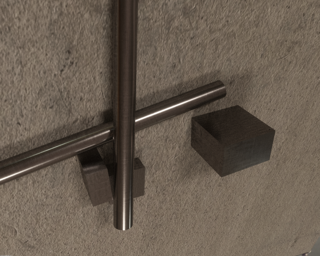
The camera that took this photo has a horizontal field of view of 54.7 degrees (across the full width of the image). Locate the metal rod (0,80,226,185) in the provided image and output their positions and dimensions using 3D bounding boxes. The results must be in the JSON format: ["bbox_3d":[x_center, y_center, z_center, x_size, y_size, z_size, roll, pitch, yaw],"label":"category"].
[{"bbox_3d":[-0.052,0.000,0.379,0.302,0.025,0.025,-22,127,-16],"label":"metal rod"}]

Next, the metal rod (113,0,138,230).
[{"bbox_3d":[-0.040,-0.015,0.348,0.025,0.025,0.298,-7,113,-25],"label":"metal rod"}]

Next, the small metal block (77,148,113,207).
[{"bbox_3d":[-0.081,0.059,0.384,0.025,0.050,0.050,-16,125,-20],"label":"small metal block"}]

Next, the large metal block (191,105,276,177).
[{"bbox_3d":[0.099,0.015,0.437,0.081,0.080,0.050,-15,125,-20],"label":"large metal block"}]

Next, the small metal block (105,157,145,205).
[{"bbox_3d":[-0.049,0.073,0.426,0.050,0.025,0.050,-11,123,-23],"label":"small metal block"}]
